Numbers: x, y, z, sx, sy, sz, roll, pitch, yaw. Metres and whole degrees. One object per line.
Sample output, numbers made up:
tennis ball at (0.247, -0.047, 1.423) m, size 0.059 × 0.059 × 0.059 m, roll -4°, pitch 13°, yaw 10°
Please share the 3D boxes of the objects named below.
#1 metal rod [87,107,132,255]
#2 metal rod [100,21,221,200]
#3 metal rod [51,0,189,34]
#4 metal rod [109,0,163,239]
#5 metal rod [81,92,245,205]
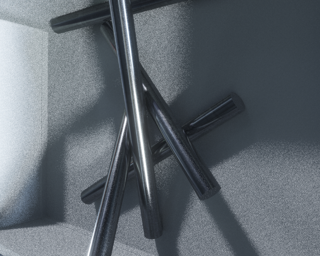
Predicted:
metal rod at (-0.057, 0.087, 0.364) m, size 0.025 × 0.025 × 0.300 m, roll -18°, pitch 50°, yaw 38°
metal rod at (-0.014, -0.043, 0.395) m, size 0.025 × 0.025 × 0.299 m, roll -50°, pitch 54°, yaw 28°
metal rod at (-0.053, -0.171, 0.438) m, size 0.300 × 0.025 × 0.025 m, roll 1°, pitch 91°, yaw 36°
metal rod at (-0.027, -0.002, 0.381) m, size 0.025 × 0.025 × 0.298 m, roll 4°, pitch 108°, yaw 40°
metal rod at (-0.017, 0.042, 0.420) m, size 0.299 × 0.025 × 0.025 m, roll -35°, pitch 69°, yaw 34°
